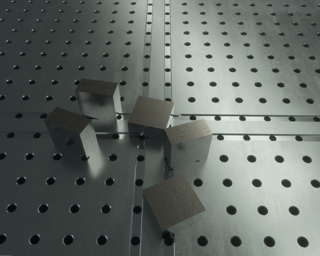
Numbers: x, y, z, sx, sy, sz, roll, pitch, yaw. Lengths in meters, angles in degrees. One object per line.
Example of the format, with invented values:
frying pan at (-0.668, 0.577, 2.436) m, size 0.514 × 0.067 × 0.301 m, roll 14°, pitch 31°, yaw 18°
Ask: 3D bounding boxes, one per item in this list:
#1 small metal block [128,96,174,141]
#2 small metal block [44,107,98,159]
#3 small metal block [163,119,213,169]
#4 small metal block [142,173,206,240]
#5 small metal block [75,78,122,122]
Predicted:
small metal block at (-0.011, -0.013, 0.419) m, size 0.050 × 0.025 × 0.050 m, roll 11°, pitch 51°, yaw 9°
small metal block at (-0.109, 0.006, 0.385) m, size 0.050 × 0.050 × 0.025 m, roll 20°, pitch 53°, yaw 15°
small metal block at (0.032, 0.020, 0.375) m, size 0.050 × 0.050 × 0.025 m, roll -15°, pitch 52°, yaw -12°
small metal block at (0.014, 0.084, 0.337) m, size 0.050 × 0.025 × 0.050 m, roll -20°, pitch 53°, yaw -16°
small metal block at (-0.082, -0.038, 0.422) m, size 0.050 × 0.050 × 0.025 m, roll 8°, pitch 51°, yaw 6°
